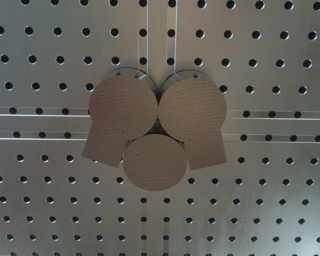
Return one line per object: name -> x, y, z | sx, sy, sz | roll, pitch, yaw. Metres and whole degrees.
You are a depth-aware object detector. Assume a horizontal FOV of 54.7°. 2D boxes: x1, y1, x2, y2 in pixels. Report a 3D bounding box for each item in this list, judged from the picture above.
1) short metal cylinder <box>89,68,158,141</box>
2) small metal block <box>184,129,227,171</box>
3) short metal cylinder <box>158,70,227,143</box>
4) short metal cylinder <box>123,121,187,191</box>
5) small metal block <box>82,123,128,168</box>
short metal cylinder -> -0.043, -0.031, 0.384 | 0.081, 0.050, 0.079 | 0, 110, 0
small metal block -> 0.059, 0.025, 0.420 | 0.050, 0.025, 0.050 | -13, 110, 4
short metal cylinder -> 0.038, -0.028, 0.386 | 0.081, 0.050, 0.079 | 0, 110, 0
short metal cylinder -> -0.006, 0.036, 0.409 | 0.081, 0.050, 0.079 | 0, 110, 0
small metal block -> -0.071, 0.020, 0.416 | 0.050, 0.025, 0.050 | 20, 109, -7
